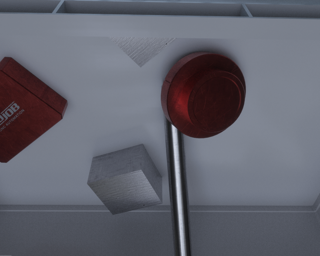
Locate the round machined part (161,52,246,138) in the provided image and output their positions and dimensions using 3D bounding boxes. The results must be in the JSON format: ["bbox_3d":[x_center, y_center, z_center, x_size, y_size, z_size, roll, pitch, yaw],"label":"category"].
[{"bbox_3d":[0.054,-0.033,0.345,0.099,0.042,0.097,-7,112,-18],"label":"round machined part"}]

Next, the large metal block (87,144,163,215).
[{"bbox_3d":[-0.048,0.077,0.458,0.080,0.050,0.080,-16,129,13],"label":"large metal block"}]

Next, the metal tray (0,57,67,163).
[{"bbox_3d":[-0.194,-0.017,0.389,0.130,0.030,0.090,-33,123,24],"label":"metal tray"}]

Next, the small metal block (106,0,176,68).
[{"bbox_3d":[-0.019,-0.100,0.323,0.050,0.025,0.050,-34,123,25],"label":"small metal block"}]

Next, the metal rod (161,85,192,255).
[{"bbox_3d":[0.026,0.092,0.407,0.025,0.025,0.298,-4,105,3],"label":"metal rod"}]
